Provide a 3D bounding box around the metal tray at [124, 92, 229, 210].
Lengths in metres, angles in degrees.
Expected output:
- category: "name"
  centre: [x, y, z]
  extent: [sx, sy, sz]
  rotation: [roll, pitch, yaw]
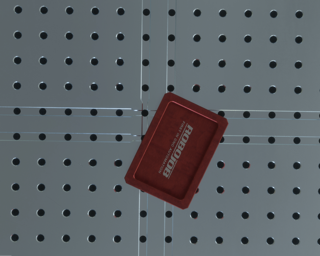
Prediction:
- category: "metal tray"
  centre: [0.021, 0.029, 0.410]
  extent: [0.090, 0.030, 0.130]
  rotation: [26, 90, 0]
